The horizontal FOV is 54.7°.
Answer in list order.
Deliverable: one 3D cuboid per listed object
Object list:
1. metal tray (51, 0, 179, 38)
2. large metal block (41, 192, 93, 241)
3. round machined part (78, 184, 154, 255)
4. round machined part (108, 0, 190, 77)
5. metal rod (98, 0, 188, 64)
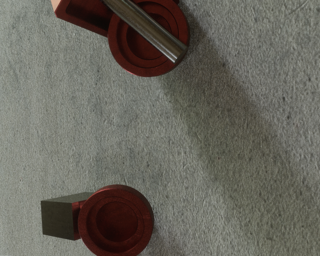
[{"bbox_3d":[-0.051,-0.155,0.377,0.090,0.131,0.030,-45,53,31],"label":"metal tray"},{"bbox_3d":[-0.121,0.129,0.469,0.080,0.081,0.050,-8,85,40],"label":"large metal block"},{"bbox_3d":[-0.056,0.124,0.421,0.099,0.042,0.097,0,95,5],"label":"round machined part"},{"bbox_3d":[-0.011,-0.113,0.386,0.098,0.042,0.097,2,101,12],"label":"round machined part"},{"bbox_3d":[-0.089,-0.180,0.357,0.300,0.025,0.025,41,118,2],"label":"metal rod"}]
